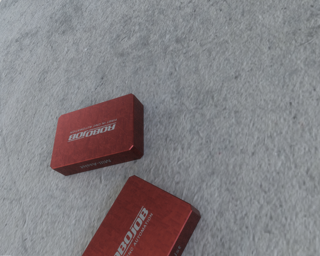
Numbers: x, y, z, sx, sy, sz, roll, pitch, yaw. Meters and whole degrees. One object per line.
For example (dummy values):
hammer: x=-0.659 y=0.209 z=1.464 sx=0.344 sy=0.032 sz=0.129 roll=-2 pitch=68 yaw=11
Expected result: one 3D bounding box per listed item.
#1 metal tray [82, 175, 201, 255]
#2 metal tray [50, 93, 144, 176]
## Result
metal tray: x=-0.026 y=0.127 z=0.335 sx=0.090 sy=0.030 sz=0.130 roll=21 pitch=72 yaw=35
metal tray: x=-0.088 y=0.010 z=0.439 sx=0.130 sy=0.030 sz=0.090 roll=-15 pitch=56 yaw=19
